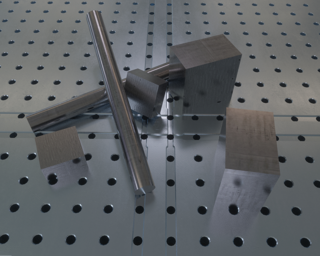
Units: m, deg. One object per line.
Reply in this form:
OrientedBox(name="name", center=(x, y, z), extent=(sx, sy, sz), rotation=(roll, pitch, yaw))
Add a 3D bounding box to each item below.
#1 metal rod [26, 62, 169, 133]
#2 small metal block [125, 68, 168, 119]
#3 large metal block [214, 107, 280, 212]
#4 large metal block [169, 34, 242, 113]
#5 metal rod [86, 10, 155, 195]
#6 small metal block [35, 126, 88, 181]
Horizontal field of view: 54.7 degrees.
OrientedBox(name="metal rod", center=(-0.043, -0.064, 0.460), extent=(0.302, 0.025, 0.025), rotation=(-25, 54, -20))
OrientedBox(name="small metal block", center=(-0.022, -0.048, 0.428), extent=(0.050, 0.050, 0.025), rotation=(26, 31, 20))
OrientedBox(name="large metal block", center=(0.092, 0.036, 0.342), extent=(0.050, 0.080, 0.080), rotation=(7, 50, 5))
OrientedBox(name="large metal block", center=(0.060, -0.076, 0.436), extent=(0.081, 0.080, 0.050), rotation=(-17, 52, -14))
OrientedBox(name="metal rod", center=(-0.061, -0.053, 0.421), extent=(0.025, 0.025, 0.299), rotation=(-13, 61, -11))
OrientedBox(name="small metal block", center=(-0.121, 0.030, 0.381), extent=(0.050, 0.025, 0.050), rotation=(-17, 52, -14))
